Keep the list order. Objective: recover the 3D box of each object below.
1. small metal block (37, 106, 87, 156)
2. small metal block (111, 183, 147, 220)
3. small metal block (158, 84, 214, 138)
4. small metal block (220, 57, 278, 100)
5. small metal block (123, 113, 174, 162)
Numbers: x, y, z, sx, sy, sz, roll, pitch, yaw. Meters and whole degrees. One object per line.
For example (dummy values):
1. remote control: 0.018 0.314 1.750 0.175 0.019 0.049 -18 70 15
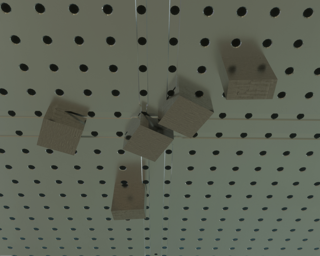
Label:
1. small metal block: -0.131 0.005 0.415 0.050 0.025 0.050 18 128 -15
2. small metal block: -0.048 0.117 0.494 0.050 0.050 0.025 -4 130 3
3. small metal block: 0.032 -0.020 0.394 0.050 0.025 0.050 24 126 -19
4. small metal block: 0.097 -0.057 0.348 0.050 0.050 0.025 -1 130 1
5. small metal block: -0.016 0.014 0.423 0.050 0.025 0.050 24 126 -19
